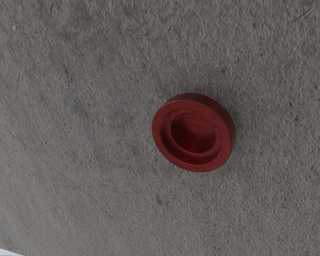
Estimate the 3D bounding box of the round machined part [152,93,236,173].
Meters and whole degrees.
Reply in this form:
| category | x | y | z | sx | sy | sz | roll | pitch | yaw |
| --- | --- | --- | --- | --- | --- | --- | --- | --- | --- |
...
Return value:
| category | x | y | z | sx | sy | sz | roll | pitch | yaw |
| --- | --- | --- | --- | --- | --- | --- | --- | --- | --- |
| round machined part | 0.043 | 0.002 | 0.375 | 0.098 | 0.042 | 0.097 | 13 | 124 | 21 |
